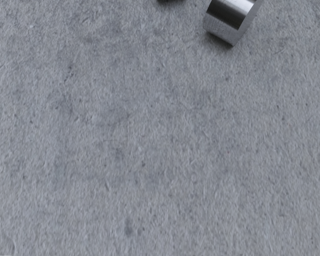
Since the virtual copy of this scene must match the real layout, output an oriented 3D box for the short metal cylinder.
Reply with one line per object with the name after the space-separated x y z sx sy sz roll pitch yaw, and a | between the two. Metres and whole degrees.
0.104 -0.165 0.441 0.050 0.080 0.080 34 73 11 | short metal cylinder
